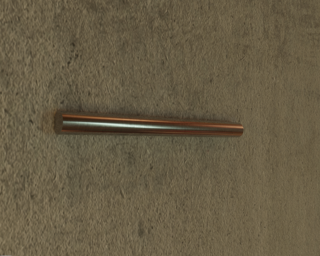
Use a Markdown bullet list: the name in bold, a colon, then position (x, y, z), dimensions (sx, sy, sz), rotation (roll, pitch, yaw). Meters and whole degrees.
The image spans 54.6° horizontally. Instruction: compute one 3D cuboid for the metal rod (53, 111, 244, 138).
- **metal rod**: position (0.011, -0.001, 0.415), dimensions (0.302, 0.025, 0.025), rotation (2, 89, -40)
